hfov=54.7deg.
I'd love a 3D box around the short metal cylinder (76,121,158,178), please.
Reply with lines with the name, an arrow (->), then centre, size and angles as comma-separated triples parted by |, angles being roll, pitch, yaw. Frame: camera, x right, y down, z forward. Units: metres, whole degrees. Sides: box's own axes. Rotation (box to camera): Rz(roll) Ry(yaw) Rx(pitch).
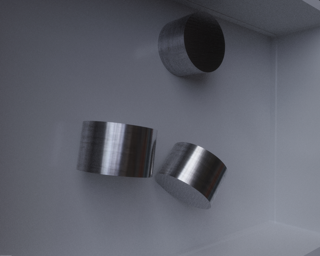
short metal cylinder -> -0.045, 0.023, 0.333 | 0.081, 0.080, 0.050 | 11, 83, -40

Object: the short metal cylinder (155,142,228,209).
short metal cylinder -> 0.041, 0.063, 0.405 | 0.080, 0.080, 0.050 | 48, 62, -30

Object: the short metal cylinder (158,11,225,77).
short metal cylinder -> 0.044, -0.113, 0.427 | 0.081, 0.050, 0.080 | 0, 90, -40
